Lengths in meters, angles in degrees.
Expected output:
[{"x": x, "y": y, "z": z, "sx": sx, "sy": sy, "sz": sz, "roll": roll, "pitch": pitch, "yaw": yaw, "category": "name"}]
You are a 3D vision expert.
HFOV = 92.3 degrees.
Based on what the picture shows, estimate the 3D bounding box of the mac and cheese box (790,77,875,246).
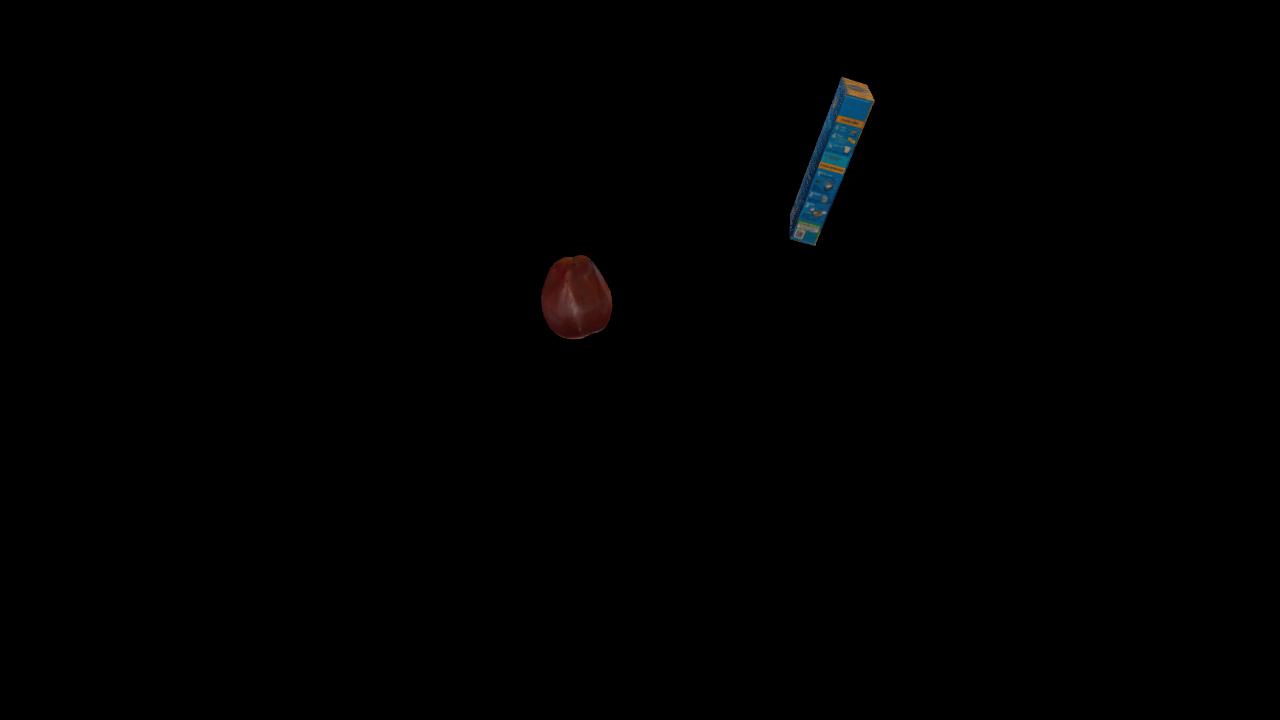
[{"x": 0.238, "y": -0.249, "z": 0.779, "sx": 0.041, "sy": 0.184, "sz": 0.093, "roll": 17, "pitch": 37, "yaw": 3, "category": "mac and cheese box"}]

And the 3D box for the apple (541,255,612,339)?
[{"x": -0.070, "y": -0.067, "z": 0.683, "sx": 0.079, "sy": 0.093, "sz": 0.079, "roll": -6, "pitch": 21, "yaw": 2, "category": "apple"}]
